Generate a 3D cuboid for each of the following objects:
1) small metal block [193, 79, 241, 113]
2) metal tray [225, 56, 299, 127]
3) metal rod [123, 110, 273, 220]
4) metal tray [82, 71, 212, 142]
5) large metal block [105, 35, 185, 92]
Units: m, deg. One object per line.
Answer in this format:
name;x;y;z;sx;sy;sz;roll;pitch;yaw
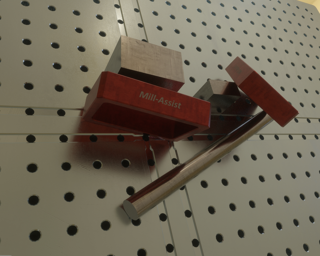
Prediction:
small metal block;0.084;-0.047;0.468;0.050;0.050;0.025;1;61;-28
metal tray;0.152;-0.061;0.478;0.090;0.030;0.130;39;19;-12
metal rod;0.074;0.034;0.429;0.302;0.025;0.025;-27;77;-37
metal tray;-0.017;-0.019;0.367;0.131;0.090;0.030;14;71;-21
large metal block;-0.025;-0.063;0.400;0.081;0.080;0.050;10;57;-23
